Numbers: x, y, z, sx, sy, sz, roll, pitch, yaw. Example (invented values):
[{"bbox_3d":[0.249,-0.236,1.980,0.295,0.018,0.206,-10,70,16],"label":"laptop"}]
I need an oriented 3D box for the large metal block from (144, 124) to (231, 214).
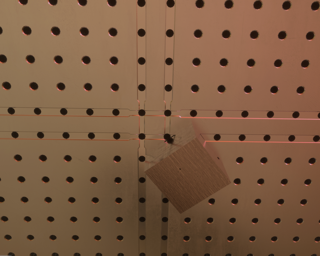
[{"bbox_3d":[0.036,0.055,0.421,0.080,0.050,0.080,-35,107,11],"label":"large metal block"}]
